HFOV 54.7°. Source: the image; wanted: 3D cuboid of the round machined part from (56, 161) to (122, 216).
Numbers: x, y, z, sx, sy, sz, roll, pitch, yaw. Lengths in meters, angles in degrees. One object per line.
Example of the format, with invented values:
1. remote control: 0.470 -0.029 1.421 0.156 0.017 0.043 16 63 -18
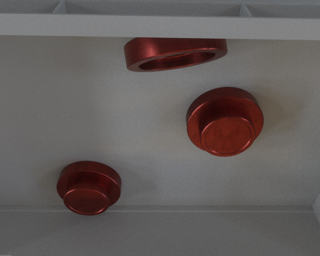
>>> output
1. round machined part: -0.111 0.100 0.481 0.099 0.042 0.097 -1 130 0

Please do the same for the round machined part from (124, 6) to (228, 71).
1. round machined part: 0.014 -0.085 0.302 0.099 0.098 0.042 -8 92 6

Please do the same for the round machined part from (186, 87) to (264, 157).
1. round machined part: 0.084 -0.001 0.399 0.099 0.042 0.097 -1 130 0
